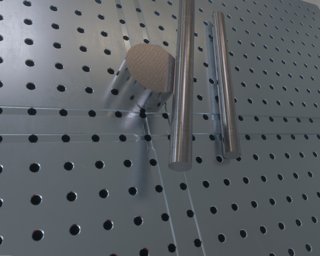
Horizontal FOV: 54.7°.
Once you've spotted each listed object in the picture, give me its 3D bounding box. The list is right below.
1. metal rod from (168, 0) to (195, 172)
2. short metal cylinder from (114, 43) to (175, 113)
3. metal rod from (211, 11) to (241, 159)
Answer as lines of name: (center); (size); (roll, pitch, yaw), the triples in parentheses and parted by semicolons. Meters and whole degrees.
metal rod: (0.032, -0.084, 0.412); (0.025, 0.025, 0.300); (18, 55, -18)
short metal cylinder: (-0.017, -0.068, 0.424); (0.081, 0.050, 0.080); (14, 56, -21)
metal rod: (0.107, -0.088, 0.519); (0.025, 0.025, 0.300); (15, 56, -20)
